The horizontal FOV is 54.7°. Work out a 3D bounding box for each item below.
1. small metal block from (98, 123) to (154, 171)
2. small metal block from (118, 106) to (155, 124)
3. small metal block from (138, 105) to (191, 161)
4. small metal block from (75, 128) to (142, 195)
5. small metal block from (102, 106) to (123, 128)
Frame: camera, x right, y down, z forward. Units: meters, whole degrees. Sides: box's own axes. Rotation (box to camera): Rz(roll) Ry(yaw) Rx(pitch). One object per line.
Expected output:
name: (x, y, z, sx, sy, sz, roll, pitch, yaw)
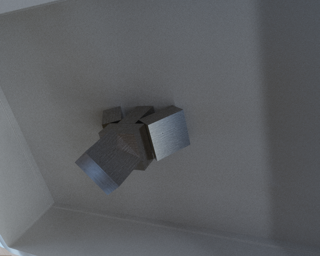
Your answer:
small metal block: (-0.040, 0.022, 0.376, 0.050, 0.025, 0.050, 1, 119, 28)
small metal block: (-0.025, 0.004, 0.406, 0.025, 0.050, 0.050, 1, 119, 28)
small metal block: (0.006, 0.006, 0.388, 0.025, 0.050, 0.050, 29, 138, 55)
small metal block: (-0.056, 0.037, 0.344, 0.050, 0.050, 0.025, 46, 129, -4)
small metal block: (-0.059, 0.004, 0.420, 0.025, 0.050, 0.050, -15, 115, -2)
